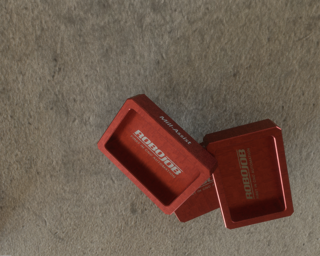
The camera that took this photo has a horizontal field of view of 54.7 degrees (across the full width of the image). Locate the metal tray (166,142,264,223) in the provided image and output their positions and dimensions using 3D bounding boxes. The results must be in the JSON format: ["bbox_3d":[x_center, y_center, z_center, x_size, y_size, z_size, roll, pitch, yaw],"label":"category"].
[{"bbox_3d":[0.068,0.068,0.433,0.130,0.030,0.090,-26,108,8],"label":"metal tray"}]

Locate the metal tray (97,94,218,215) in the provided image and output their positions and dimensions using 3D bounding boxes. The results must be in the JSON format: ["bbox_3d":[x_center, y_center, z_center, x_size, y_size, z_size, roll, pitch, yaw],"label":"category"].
[{"bbox_3d":[-0.006,0.033,0.383,0.130,0.030,0.090,43,120,8],"label":"metal tray"}]

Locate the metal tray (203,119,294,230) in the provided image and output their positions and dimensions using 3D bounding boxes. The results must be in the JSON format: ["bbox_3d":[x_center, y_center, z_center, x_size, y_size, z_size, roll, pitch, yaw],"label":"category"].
[{"bbox_3d":[0.114,0.061,0.398,0.090,0.030,0.129,-15,110,5],"label":"metal tray"}]
